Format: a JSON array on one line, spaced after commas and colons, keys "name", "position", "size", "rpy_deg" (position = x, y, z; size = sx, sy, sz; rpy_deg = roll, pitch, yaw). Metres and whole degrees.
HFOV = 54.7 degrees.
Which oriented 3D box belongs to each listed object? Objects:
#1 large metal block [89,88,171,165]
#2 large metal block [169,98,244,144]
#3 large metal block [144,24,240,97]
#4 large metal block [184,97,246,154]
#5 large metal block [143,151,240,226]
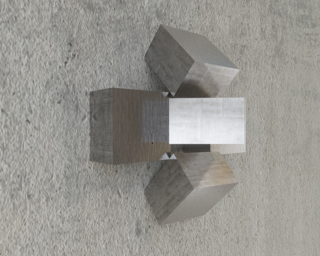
[{"name": "large metal block", "position": [-0.034, -0.002, 0.363], "size": [0.081, 0.050, 0.079], "rpy_deg": [-1, 91, -40]}, {"name": "large metal block", "position": [0.053, -0.008, 0.374], "size": [0.080, 0.080, 0.050], "rpy_deg": [0, 91, 4]}, {"name": "large metal block", "position": [0.039, -0.083, 0.398], "size": [0.081, 0.080, 0.050], "rpy_deg": [0, 134, -40]}, {"name": "large metal block", "position": [0.082, -0.004, 0.458], "size": [0.081, 0.050, 0.079], "rpy_deg": [0, 90, -40]}, {"name": "large metal block", "position": [0.039, 0.076, 0.397], "size": [0.081, 0.080, 0.050], "rpy_deg": [2, 46, -39]}]
